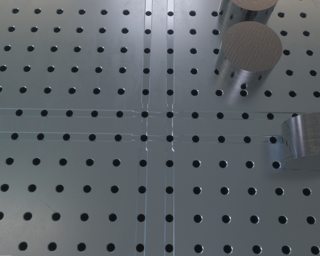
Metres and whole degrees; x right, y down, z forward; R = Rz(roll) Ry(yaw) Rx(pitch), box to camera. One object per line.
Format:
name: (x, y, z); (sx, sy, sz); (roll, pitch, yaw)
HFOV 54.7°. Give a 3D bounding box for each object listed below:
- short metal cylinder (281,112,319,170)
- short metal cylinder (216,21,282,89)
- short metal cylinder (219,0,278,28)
short metal cylinder: (0.192, 0.018, 0.377); (0.080, 0.080, 0.050); (3, 70, 1)
short metal cylinder: (0.123, -0.101, 0.436); (0.081, 0.050, 0.080); (0, 70, 0)
short metal cylinder: (0.134, -0.193, 0.470); (0.081, 0.050, 0.080); (0, 70, 0)
